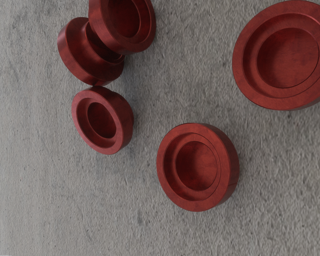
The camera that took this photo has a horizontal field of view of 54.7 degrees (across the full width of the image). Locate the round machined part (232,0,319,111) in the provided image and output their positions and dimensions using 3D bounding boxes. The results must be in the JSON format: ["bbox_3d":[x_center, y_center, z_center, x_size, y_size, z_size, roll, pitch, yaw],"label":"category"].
[{"bbox_3d":[0.123,-0.065,0.293,0.098,0.042,0.097,0,90,40],"label":"round machined part"}]

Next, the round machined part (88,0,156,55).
[{"bbox_3d":[-0.053,-0.143,0.401,0.042,0.099,0.097,-4,87,40],"label":"round machined part"}]

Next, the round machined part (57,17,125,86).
[{"bbox_3d":[-0.087,-0.110,0.429,0.042,0.099,0.098,-24,75,37],"label":"round machined part"}]

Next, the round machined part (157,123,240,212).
[{"bbox_3d":[0.047,0.043,0.356,0.098,0.042,0.097,0,90,40],"label":"round machined part"}]

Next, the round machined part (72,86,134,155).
[{"bbox_3d":[-0.076,-0.014,0.442,0.098,0.042,0.097,19,125,29],"label":"round machined part"}]
